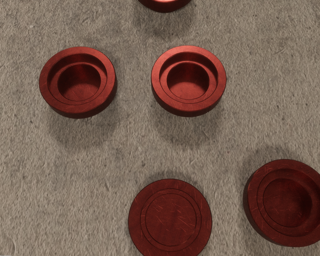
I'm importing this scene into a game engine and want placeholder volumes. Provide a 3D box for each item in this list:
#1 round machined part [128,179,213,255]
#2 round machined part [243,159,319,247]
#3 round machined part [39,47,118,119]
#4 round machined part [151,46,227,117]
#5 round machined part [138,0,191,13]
[{"bbox_3d":[0.012,0.107,0.360,0.099,0.042,0.098,0,70,-1],"label":"round machined part"},{"bbox_3d":[0.148,0.089,0.368,0.099,0.042,0.098,0,70,-1],"label":"round machined part"},{"bbox_3d":[-0.107,-0.057,0.419,0.099,0.042,0.098,0,70,-1],"label":"round machined part"},{"bbox_3d":[0.037,-0.059,0.421,0.099,0.042,0.098,0,70,-1],"label":"round machined part"},{"bbox_3d":[0.007,-0.219,0.479,0.099,0.042,0.098,0,70,-1],"label":"round machined part"}]
